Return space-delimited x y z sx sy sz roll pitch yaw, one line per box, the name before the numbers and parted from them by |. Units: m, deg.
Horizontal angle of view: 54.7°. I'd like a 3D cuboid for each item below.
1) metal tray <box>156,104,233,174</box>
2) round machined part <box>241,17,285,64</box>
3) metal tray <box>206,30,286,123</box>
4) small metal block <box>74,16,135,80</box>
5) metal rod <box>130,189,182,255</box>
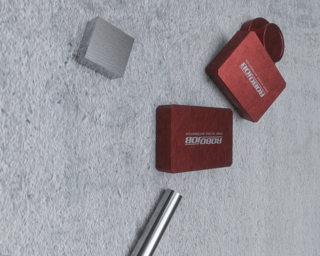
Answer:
metal tray | 0.054 0.014 0.449 0.131 0.030 0.089 1 90 -40
round machined part | 0.186 -0.148 0.552 0.099 0.042 0.097 0 90 -40
metal tray | 0.144 -0.082 0.506 0.090 0.030 0.130 -50 122 -6
small metal block | -0.062 -0.090 0.354 0.050 0.025 0.050 24 75 -38
metal rod | -0.052 0.207 0.363 0.025 0.025 0.300 46 62 -31
